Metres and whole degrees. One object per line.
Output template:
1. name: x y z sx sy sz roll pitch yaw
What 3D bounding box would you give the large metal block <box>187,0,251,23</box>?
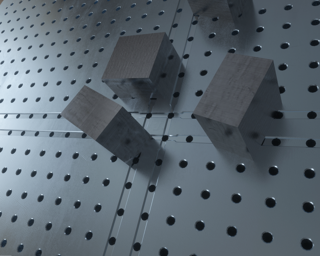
1. large metal block: 0.081 -0.210 0.459 0.080 0.080 0.050 30 78 37

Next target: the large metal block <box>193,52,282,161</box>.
1. large metal block: 0.089 -0.022 0.340 0.050 0.080 0.080 20 73 35

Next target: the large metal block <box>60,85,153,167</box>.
1. large metal block: -0.069 -0.003 0.409 0.080 0.080 0.050 30 78 37

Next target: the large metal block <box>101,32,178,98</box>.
1. large metal block: -0.028 -0.092 0.462 0.080 0.050 0.080 4 63 29
